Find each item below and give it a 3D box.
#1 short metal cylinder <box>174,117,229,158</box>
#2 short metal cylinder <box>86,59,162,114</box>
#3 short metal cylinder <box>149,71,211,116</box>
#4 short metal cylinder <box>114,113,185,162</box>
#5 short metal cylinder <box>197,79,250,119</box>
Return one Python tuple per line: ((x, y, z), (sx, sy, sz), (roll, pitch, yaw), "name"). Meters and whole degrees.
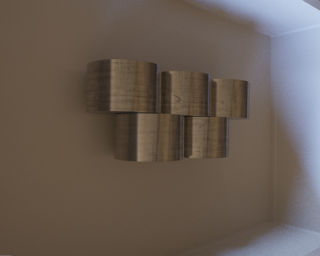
((0.051, 0.012, 0.411), (0.081, 0.080, 0.050), (1, 90, -40), "short metal cylinder")
((-0.039, -0.041, 0.336), (0.081, 0.080, 0.050), (1, 90, -40), "short metal cylinder")
((0.024, -0.039, 0.388), (0.081, 0.080, 0.050), (1, 90, -40), "short metal cylinder")
((-0.012, 0.010, 0.358), (0.081, 0.080, 0.050), (1, 90, -40), "short metal cylinder")
((0.086, -0.038, 0.440), (0.081, 0.080, 0.050), (2, 89, -40), "short metal cylinder")
